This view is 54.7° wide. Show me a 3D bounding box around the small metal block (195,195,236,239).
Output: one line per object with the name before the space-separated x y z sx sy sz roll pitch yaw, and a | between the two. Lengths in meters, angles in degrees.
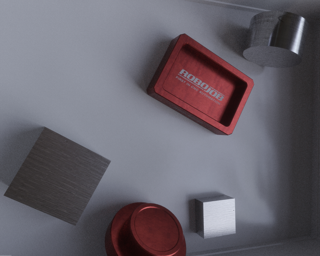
small metal block | 0.079 0.125 0.441 0.050 0.025 0.050 -2 91 -20

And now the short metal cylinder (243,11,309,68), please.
short metal cylinder | 0.165 -0.124 0.444 0.081 0.080 0.050 16 85 -20

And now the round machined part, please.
round machined part | -0.012 0.130 0.368 0.099 0.098 0.042 17 127 -20

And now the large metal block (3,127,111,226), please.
large metal block | -0.115 0.053 0.355 0.080 0.050 0.080 31 80 -18

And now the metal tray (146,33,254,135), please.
metal tray | 0.058 -0.057 0.430 0.131 0.030 0.090 29 80 -18
